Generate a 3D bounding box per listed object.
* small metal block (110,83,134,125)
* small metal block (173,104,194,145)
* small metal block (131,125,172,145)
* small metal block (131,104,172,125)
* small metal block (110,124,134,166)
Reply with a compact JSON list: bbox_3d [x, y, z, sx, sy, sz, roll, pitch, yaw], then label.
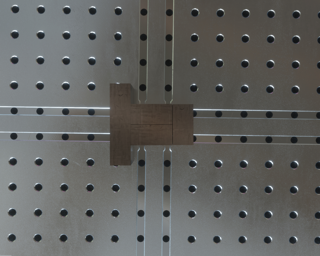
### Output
[{"bbox_3d":[-0.048,-0.029,0.399,0.025,0.050,0.050,0,90,0],"label":"small metal block"},{"bbox_3d":[0.028,-0.004,0.401,0.025,0.050,0.050,0,90,0],"label":"small metal block"},{"bbox_3d":[-0.010,0.008,0.400,0.050,0.050,0.025,0,90,-1],"label":"small metal block"},{"bbox_3d":[-0.010,-0.017,0.400,0.050,0.050,0.025,0,90,-1],"label":"small metal block"},{"bbox_3d":[-0.048,0.020,0.400,0.025,0.050,0.050,0,90,0],"label":"small metal block"}]
